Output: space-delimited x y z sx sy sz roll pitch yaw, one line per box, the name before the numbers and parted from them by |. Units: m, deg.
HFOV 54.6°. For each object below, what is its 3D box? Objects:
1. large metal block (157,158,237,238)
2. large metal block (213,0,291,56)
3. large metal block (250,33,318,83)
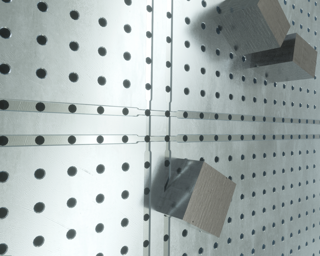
large metal block | 0.054 0.098 0.437 0.080 0.050 0.080 36 68 -34
large metal block | 0.146 -0.168 0.494 0.080 0.080 0.050 46 63 -30
large metal block | 0.222 -0.122 0.557 0.080 0.080 0.050 18 79 -39
